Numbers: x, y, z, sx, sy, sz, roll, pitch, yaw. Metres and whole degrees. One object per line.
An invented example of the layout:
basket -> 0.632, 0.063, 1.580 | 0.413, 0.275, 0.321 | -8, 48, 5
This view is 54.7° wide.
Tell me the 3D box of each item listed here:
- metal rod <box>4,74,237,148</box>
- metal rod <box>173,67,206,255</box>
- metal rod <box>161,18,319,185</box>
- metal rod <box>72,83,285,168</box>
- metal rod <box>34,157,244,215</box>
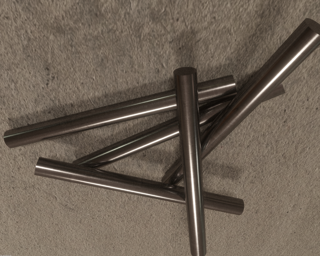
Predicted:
metal rod -> -0.057, -0.018, 0.390 | 0.301, 0.025, 0.025 | -13, 129, 10
metal rod -> 0.043, 0.066, 0.407 | 0.025, 0.025, 0.298 | -5, 121, 4
metal rod -> 0.075, -0.002, 0.374 | 0.025, 0.025, 0.298 | 19, 138, -16
metal rod -> 0.011, 0.003, 0.410 | 0.300, 0.025, 0.025 | -23, 127, 18
metal rod -> -0.020, 0.086, 0.445 | 0.302, 0.025, 0.025 | 14, 129, -12
